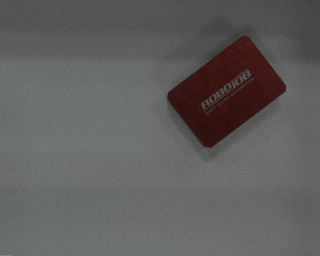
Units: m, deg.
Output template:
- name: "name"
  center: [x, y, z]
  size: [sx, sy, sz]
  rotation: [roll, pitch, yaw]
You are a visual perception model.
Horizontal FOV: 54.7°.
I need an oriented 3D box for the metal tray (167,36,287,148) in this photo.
- name: "metal tray"
  center: [0.086, -0.046, 0.410]
  size: [0.130, 0.030, 0.090]
  rotation: [-37, 90, -1]
